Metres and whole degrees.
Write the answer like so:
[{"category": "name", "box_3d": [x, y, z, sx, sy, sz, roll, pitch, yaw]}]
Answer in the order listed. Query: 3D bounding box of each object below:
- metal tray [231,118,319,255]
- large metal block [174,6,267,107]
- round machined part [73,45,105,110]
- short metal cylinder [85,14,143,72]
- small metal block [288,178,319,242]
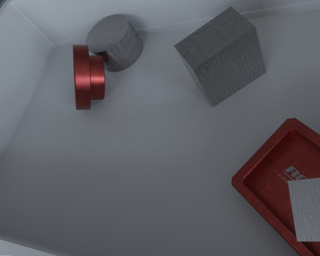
[{"category": "metal tray", "box_3d": [0.140, 0.063, 0.278, 0.090, 0.030, 0.130, -49, 51, 9]}, {"category": "large metal block", "box_3d": [0.076, -0.085, 0.382, 0.080, 0.080, 0.050, -34, 52, 6]}, {"category": "round machined part", "box_3d": [-0.109, -0.077, 0.474, 0.042, 0.097, 0.098, -3, 53, -16]}, {"category": "short metal cylinder", "box_3d": [-0.075, -0.140, 0.513, 0.080, 0.050, 0.080, -13, 56, 20]}, {"category": "small metal block", "box_3d": [0.140, 0.068, 0.260, 0.050, 0.025, 0.050, -13, 69, 31]}]
